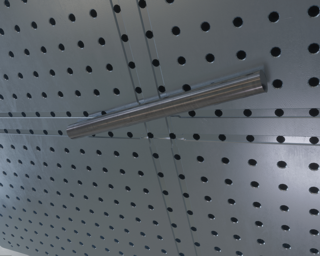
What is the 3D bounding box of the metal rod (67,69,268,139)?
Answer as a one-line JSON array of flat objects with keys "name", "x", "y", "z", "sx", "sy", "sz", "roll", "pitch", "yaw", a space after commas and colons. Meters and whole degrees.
[{"name": "metal rod", "x": -0.014, "y": -0.022, "z": 0.405, "sx": 0.300, "sy": 0.025, "sz": 0.025, "roll": -13, "pitch": 112, "yaw": 33}]
